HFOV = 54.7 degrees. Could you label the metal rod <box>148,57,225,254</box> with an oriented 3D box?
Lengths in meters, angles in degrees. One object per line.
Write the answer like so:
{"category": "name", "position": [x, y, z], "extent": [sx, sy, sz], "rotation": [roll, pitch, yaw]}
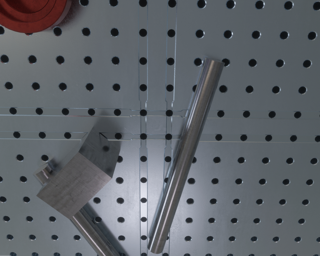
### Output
{"category": "metal rod", "position": [0.031, 0.051, 0.432], "extent": [0.025, 0.025, 0.298], "rotation": [14, 110, -5]}

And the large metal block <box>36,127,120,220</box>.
{"category": "large metal block", "position": [-0.102, 0.056, 0.404], "extent": [0.050, 0.080, 0.080], "rotation": [42, 105, -14]}

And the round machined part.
{"category": "round machined part", "position": [-0.146, -0.157, 0.345], "extent": [0.099, 0.042, 0.097], "rotation": [0, 110, 0]}

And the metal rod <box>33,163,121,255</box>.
{"category": "metal rod", "position": [-0.092, 0.179, 0.478], "extent": [0.025, 0.025, 0.299], "rotation": [-28, 108, 10]}
